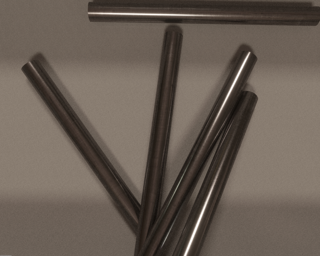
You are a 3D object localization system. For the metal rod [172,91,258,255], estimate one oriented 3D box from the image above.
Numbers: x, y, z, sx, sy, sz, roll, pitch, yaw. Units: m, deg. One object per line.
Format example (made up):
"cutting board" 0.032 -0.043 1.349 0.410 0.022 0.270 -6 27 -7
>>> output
"metal rod" 0.055 0.077 0.349 0.025 0.025 0.300 28 64 0

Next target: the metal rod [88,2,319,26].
"metal rod" 0.058 -0.152 0.412 0.302 0.025 0.025 1 90 -1

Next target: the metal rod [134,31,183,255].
"metal rod" -0.002 0.024 0.396 0.025 0.025 0.298 8 84 -1

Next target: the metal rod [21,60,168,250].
"metal rod" -0.085 0.040 0.410 0.025 0.025 0.299 -35 90 0

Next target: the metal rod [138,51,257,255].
"metal rod" 0.049 0.034 0.384 0.025 0.025 0.299 28 79 -1
